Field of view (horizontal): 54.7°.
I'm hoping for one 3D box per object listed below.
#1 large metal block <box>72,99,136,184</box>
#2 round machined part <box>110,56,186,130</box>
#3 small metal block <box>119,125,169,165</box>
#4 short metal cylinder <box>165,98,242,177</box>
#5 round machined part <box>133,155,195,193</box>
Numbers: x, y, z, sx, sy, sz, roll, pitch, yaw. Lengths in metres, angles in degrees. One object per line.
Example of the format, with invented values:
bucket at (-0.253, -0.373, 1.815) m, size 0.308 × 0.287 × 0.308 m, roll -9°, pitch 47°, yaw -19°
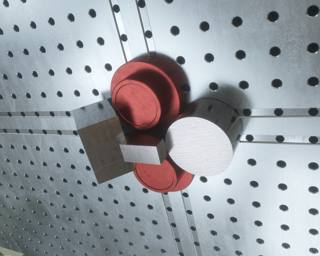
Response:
large metal block at (-0.077, 0.015, 0.418) m, size 0.050 × 0.080 × 0.080 m, roll -20°, pitch 115°, yaw -12°
round machined part at (-0.021, -0.037, 0.389) m, size 0.098 × 0.042 × 0.097 m, roll 13°, pitch 124°, yaw 21°
small metal block at (-0.014, 0.019, 0.386) m, size 0.050 × 0.050 × 0.025 m, roll 2°, pitch 119°, yaw 27°
short metal cylinder at (0.053, 0.011, 0.372) m, size 0.080 × 0.050 × 0.079 m, roll 13°, pitch 124°, yaw 21°
round machined part at (0.001, 0.051, 0.432) m, size 0.098 × 0.042 × 0.097 m, roll 13°, pitch 124°, yaw 21°
